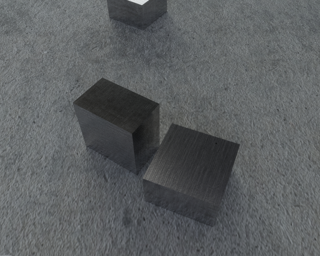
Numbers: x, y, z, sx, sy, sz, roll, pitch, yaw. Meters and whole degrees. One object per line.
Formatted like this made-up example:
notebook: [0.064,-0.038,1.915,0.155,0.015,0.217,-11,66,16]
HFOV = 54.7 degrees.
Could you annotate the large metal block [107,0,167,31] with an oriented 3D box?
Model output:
large metal block: [-0.042,-0.238,0.586,0.080,0.050,0.080,27,55,21]

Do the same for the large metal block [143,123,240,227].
large metal block: [0.035,0.050,0.345,0.080,0.050,0.080,18,52,14]

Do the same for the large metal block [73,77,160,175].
large metal block: [-0.048,-0.001,0.368,0.080,0.080,0.050,26,55,20]
